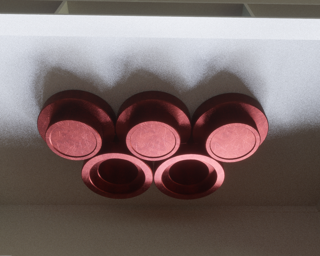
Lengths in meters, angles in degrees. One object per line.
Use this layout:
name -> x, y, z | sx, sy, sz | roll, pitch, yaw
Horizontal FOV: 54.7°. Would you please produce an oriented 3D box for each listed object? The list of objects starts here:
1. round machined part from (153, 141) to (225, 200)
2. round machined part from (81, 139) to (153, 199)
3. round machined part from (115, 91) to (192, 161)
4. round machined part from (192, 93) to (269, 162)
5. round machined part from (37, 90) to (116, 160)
round machined part -> 0.040, 0.056, 0.444 | 0.099, 0.042, 0.097 | 0, 130, 0
round machined part -> -0.058, 0.055, 0.441 | 0.099, 0.042, 0.097 | 0, 130, 0
round machined part -> -0.009, 0.004, 0.398 | 0.099, 0.042, 0.097 | 0, 129, 0
round machined part -> 0.091, 0.007, 0.401 | 0.099, 0.042, 0.097 | 0, 129, 0
round machined part -> -0.107, 0.003, 0.396 | 0.099, 0.042, 0.097 | -1, 129, -1
